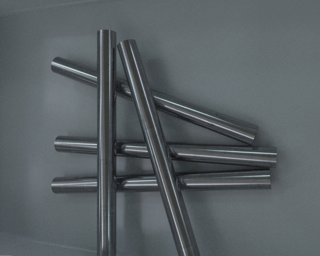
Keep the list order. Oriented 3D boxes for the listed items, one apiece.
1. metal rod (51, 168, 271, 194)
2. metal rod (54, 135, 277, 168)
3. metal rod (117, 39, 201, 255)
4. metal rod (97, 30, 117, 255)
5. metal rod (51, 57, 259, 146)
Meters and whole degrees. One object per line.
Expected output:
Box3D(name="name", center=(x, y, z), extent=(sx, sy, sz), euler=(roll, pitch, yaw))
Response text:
Box3D(name="metal rod", center=(-0.012, 0.073, 0.412), extent=(0.301, 0.025, 0.025), euler=(-5, 88, 19))
Box3D(name="metal rod", center=(-0.007, 0.029, 0.410), extent=(0.301, 0.025, 0.025), euler=(2, 91, 19))
Box3D(name="metal rod", center=(0.000, 0.034, 0.381), extent=(0.025, 0.025, 0.299), euler=(-19, 84, 19))
Box3D(name="metal rod", center=(-0.070, 0.024, 0.405), extent=(0.025, 0.025, 0.298), euler=(0, 90, 19))
Box3D(name="metal rod", center=(-0.020, -0.042, 0.414), extent=(0.301, 0.025, 0.025), euler=(21, 97, 18))
